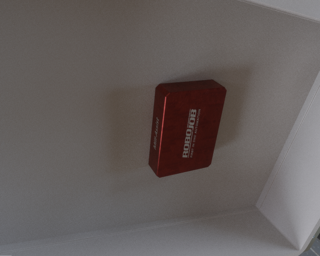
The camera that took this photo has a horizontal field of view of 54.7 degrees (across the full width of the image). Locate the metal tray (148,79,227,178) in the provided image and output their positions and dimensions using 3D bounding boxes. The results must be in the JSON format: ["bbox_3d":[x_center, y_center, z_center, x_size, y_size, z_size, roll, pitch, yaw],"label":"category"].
[{"bbox_3d":[0.036,0.002,0.428,0.091,0.030,0.129,-9,122,-24],"label":"metal tray"}]
